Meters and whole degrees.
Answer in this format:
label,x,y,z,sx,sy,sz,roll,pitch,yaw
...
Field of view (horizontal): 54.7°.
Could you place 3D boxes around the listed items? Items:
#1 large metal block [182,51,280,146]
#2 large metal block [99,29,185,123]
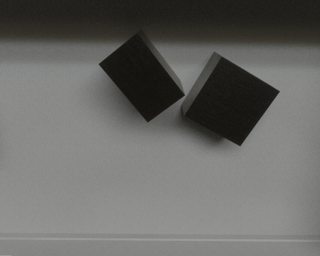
label,x,y,z,sx,sy,sz,roll,pitch,yaw
large metal block,0.084,-0.037,0.385,0.080,0.050,0.080,28,108,-10
large metal block,-0.018,-0.064,0.358,0.050,0.080,0.080,-36,106,12
